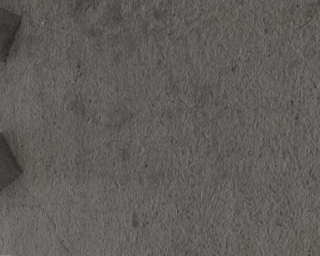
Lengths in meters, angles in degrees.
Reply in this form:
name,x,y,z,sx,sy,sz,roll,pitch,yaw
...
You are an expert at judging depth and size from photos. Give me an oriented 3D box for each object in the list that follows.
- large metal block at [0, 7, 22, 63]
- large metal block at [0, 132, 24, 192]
name,x,y,z,sx,sy,sz,roll,pitch,yaw
large metal block,-0.282,-0.161,0.495,0.080,0.050,0.080,27,99,18
large metal block,-0.281,0.062,0.495,0.080,0.050,0.080,-37,78,16
